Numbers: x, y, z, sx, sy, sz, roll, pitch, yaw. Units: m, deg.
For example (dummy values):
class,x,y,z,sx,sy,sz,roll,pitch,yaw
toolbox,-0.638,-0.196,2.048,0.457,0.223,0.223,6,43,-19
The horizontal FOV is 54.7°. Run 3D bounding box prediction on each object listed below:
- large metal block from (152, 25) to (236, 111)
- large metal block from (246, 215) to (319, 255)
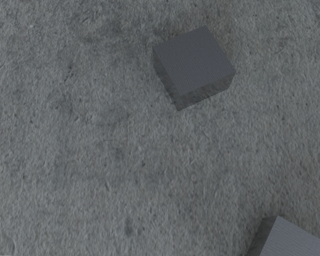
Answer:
class,x,y,z,sx,sy,sz,roll,pitch,yaw
large metal block,0.044,-0.082,0.425,0.080,0.050,0.080,-25,72,-9
large metal block,0.142,0.154,0.340,0.080,0.050,0.080,29,72,10
